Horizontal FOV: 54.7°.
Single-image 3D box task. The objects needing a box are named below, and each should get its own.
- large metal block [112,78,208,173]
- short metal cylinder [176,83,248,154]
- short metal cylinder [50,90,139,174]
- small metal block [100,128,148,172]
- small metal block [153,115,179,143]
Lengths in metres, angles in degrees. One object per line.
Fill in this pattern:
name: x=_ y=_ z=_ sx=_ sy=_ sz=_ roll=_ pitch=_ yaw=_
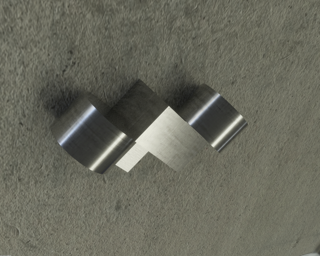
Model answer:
large metal block: x=-0.002 y=-0.004 z=0.371 sx=0.050 sy=0.080 sz=0.080 roll=-47 pitch=130 yaw=4
short metal cylinder: x=0.066 y=-0.012 z=0.402 sx=0.050 sy=0.080 sz=0.080 roll=-46 pitch=129 yaw=4
short metal cylinder: x=-0.070 y=0.004 z=0.337 sx=0.050 sy=0.080 sz=0.080 roll=-46 pitch=129 yaw=4
small metal block: x=-0.045 y=0.022 z=0.398 sx=0.050 sy=0.025 sz=0.050 roll=-46 pitch=129 yaw=4
small metal block: x=0.026 y=0.016 z=0.433 sx=0.050 sy=0.025 sz=0.050 roll=-46 pitch=129 yaw=4
